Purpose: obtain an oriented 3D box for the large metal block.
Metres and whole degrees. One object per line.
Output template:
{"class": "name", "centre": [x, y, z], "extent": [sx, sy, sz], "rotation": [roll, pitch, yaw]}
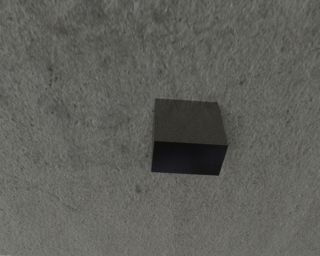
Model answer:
{"class": "large metal block", "centre": [0.032, 0.009, 0.379], "extent": [0.080, 0.080, 0.050], "rotation": [4, 130, -3]}
